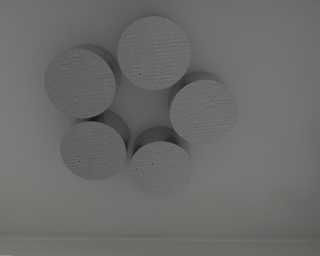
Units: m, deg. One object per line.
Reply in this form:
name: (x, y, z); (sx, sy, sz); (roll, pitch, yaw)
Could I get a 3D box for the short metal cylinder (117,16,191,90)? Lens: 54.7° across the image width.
short metal cylinder: (-0.006, -0.089, 0.363); (0.081, 0.050, 0.079); (0, 110, 0)

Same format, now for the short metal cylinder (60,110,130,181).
short metal cylinder: (-0.082, 0.021, 0.403); (0.081, 0.050, 0.079); (0, 110, 0)

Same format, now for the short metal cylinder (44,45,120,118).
short metal cylinder: (-0.090, -0.057, 0.374); (0.081, 0.050, 0.079); (0, 110, 0)

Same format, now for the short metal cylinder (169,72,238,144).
short metal cylinder: (0.052, -0.026, 0.387); (0.081, 0.050, 0.079); (0, 110, 0)

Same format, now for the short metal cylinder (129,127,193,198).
short metal cylinder: (0.001, 0.045, 0.412); (0.081, 0.050, 0.079); (0, 110, 0)
